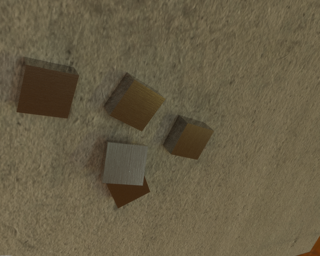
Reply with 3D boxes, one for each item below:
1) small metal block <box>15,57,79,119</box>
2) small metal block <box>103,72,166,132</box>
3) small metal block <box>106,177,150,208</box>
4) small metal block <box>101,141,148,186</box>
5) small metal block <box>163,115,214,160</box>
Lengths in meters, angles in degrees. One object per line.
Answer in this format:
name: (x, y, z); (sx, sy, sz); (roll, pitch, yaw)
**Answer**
small metal block: (-0.117, -0.040, 0.319); (0.050, 0.025, 0.050); (8, 115, -32)
small metal block: (-0.030, -0.031, 0.373); (0.050, 0.025, 0.050); (28, 103, -38)
small metal block: (-0.047, 0.076, 0.430); (0.050, 0.025, 0.050); (-25, 128, -13)
small metal block: (-0.046, 0.044, 0.392); (0.050, 0.025, 0.050); (7, 91, -17)
small metal block: (0.040, 0.014, 0.440); (0.050, 0.025, 0.050); (15, 111, -35)
